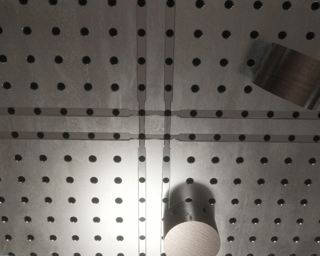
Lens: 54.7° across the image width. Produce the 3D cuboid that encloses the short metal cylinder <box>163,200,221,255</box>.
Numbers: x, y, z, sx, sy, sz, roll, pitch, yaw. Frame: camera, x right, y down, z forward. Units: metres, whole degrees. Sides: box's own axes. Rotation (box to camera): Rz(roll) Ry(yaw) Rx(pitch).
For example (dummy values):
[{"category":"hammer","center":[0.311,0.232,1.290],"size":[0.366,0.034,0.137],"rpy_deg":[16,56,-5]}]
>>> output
[{"category":"short metal cylinder","center":[0.045,0.155,0.458],"size":[0.081,0.050,0.079],"rpy_deg":[0,110,-1]}]

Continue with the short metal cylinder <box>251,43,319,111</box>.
[{"category":"short metal cylinder","center":[0.157,-0.061,0.364],"size":[0.080,0.080,0.050],"rpy_deg":[21,109,-8]}]
